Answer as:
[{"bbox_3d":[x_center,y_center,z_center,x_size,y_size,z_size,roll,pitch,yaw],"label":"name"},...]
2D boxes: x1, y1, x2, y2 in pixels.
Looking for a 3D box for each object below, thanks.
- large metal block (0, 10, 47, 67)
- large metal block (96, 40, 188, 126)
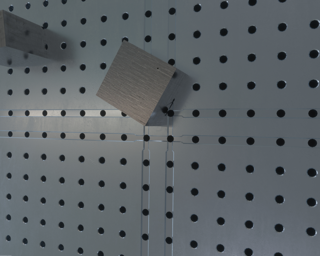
[{"bbox_3d":[-0.232,-0.130,0.466,0.080,0.080,0.050,-6,88,20],"label":"large metal block"},{"bbox_3d":[-0.023,-0.057,0.408,0.080,0.050,0.080,32,100,17],"label":"large metal block"}]
